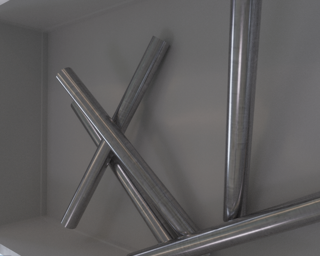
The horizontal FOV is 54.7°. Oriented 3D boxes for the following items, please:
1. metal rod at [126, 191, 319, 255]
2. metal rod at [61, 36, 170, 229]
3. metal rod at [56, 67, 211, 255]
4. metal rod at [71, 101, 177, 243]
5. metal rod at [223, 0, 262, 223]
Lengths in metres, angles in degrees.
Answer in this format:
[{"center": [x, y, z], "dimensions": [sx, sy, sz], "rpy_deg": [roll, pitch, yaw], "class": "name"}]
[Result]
[{"center": [0.082, 0.104, 0.313], "dimensions": [0.299, 0.025, 0.025], "rpy_deg": [-29, 72, 28], "class": "metal rod"}, {"center": [-0.067, 0.014, 0.435], "dimensions": [0.025, 0.025, 0.298], "rpy_deg": [36, 104, 34], "class": "metal rod"}, {"center": [-0.039, 0.037, 0.396], "dimensions": [0.300, 0.025, 0.025], "rpy_deg": [50, 120, 13], "class": "metal rod"}, {"center": [-0.055, 0.063, 0.452], "dimensions": [0.300, 0.025, 0.025], "rpy_deg": [51, 120, 27], "class": "metal rod"}, {"center": [0.074, -0.036, 0.281], "dimensions": [0.025, 0.025, 0.298], "rpy_deg": [17, 121, 39], "class": "metal rod"}]
